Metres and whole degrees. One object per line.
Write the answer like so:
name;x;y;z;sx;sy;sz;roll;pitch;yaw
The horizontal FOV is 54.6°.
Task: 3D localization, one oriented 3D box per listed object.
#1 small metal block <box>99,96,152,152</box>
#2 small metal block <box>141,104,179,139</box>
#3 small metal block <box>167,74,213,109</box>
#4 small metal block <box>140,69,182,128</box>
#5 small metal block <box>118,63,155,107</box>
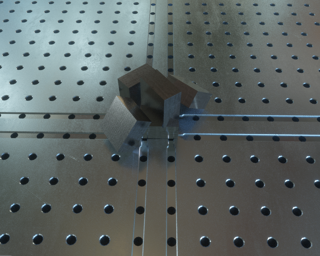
small metal block;-0.045;-0.005;0.392;0.025;0.050;0.050;5;36;-48
small metal block;-0.001;-0.013;0.418;0.050;0.025;0.050;1;50;-1
small metal block;0.038;-0.050;0.433;0.050;0.025;0.050;35;19;26
small metal block;0.000;-0.037;0.390;0.025;0.050;0.050;-29;56;-23
small metal block;-0.030;-0.056;0.438;0.050;0.050;0.025;-34;58;-25
